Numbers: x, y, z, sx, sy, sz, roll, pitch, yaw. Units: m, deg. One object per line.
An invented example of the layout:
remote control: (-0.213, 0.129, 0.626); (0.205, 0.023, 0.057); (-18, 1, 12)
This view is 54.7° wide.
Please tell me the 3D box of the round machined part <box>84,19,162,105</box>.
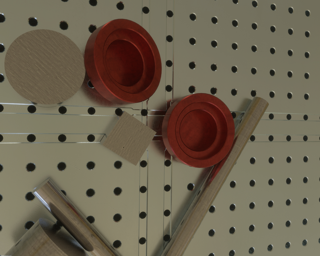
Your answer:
round machined part: (-0.048, -0.076, 0.374); (0.099, 0.042, 0.097); (4, 84, -43)

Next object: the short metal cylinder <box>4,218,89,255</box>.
short metal cylinder: (-0.121, 0.145, 0.339); (0.080, 0.080, 0.050); (46, 76, -14)

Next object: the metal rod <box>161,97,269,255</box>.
metal rod: (0.073, 0.084, 0.439); (0.025, 0.025, 0.300); (36, 78, -17)

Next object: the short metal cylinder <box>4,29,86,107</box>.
short metal cylinder: (-0.129, -0.065, 0.352); (0.081, 0.050, 0.080); (0, 90, -20)

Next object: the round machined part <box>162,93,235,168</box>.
round machined part: (0.048, 0.003, 0.421); (0.099, 0.042, 0.097); (0, 90, -20)

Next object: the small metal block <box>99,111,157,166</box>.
small metal block: (-0.041, 0.013, 0.397); (0.050, 0.025, 0.050); (35, 79, -17)

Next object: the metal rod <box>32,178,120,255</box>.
metal rod: (-0.050, 0.183, 0.394); (0.025, 0.025, 0.300); (-41, 103, -15)
